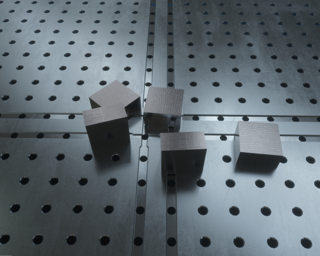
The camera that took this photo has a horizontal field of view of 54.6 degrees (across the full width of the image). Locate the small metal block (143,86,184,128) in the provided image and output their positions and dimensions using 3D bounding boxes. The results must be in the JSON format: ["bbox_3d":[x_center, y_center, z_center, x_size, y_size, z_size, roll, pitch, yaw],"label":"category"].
[{"bbox_3d":[0.006,-0.030,0.433,0.050,0.025,0.050,5,50,4],"label":"small metal block"}]

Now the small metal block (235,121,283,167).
[{"bbox_3d":[0.123,0.020,0.392,0.050,0.025,0.050,5,50,4],"label":"small metal block"}]

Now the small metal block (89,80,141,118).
[{"bbox_3d":[-0.063,-0.035,0.437,0.050,0.025,0.050,36,59,26],"label":"small metal block"}]

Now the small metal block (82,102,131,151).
[{"bbox_3d":[-0.067,-0.001,0.392,0.050,0.050,0.025,-14,52,-11],"label":"small metal block"}]

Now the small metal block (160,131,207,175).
[{"bbox_3d":[0.026,0.030,0.366,0.050,0.050,0.025,-2,50,-2],"label":"small metal block"}]
